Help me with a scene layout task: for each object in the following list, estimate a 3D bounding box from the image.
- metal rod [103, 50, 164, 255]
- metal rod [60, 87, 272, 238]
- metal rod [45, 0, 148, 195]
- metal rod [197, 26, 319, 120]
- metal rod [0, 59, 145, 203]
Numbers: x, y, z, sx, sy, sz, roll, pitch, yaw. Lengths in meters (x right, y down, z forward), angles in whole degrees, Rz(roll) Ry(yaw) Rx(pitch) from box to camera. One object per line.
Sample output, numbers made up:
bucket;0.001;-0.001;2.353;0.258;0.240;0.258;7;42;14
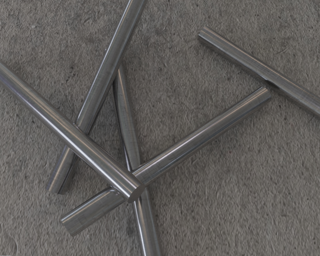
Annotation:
metal rod;-0.037;0.027;0.397;0.025;0.025;0.299;-12;70;-4
metal rod;0.022;0.030;0.377;0.302;0.025;0.025;-32;73;-19
metal rod;-0.076;-0.060;0.406;0.025;0.025;0.299;20;80;7
metal rod;0.180;-0.053;0.428;0.300;0.025;0.025;37;74;12
metal rod;-0.134;-0.014;0.381;0.300;0.025;0.025;37;74;24
